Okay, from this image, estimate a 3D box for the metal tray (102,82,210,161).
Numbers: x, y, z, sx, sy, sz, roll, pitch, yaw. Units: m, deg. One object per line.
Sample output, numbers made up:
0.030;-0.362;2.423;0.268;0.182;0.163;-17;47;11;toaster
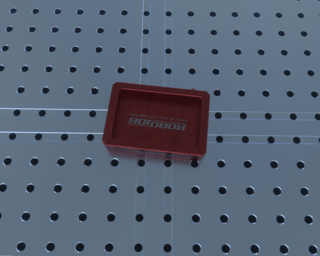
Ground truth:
-0.003;-0.009;0.412;0.131;0.030;0.090;6;70;2;metal tray
